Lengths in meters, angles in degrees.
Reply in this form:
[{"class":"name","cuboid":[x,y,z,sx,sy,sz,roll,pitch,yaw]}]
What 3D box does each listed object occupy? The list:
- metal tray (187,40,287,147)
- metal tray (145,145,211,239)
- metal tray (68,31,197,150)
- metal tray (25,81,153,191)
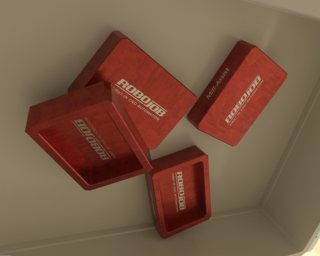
[{"class":"metal tray","cuboid":[0.109,-0.044,0.437,0.090,0.030,0.129,24,105,-37]},{"class":"metal tray","cuboid":[0.030,0.100,0.475,0.091,0.030,0.129,-18,120,-18]},{"class":"metal tray","cuboid":[-0.028,-0.038,0.366,0.130,0.030,0.090,34,99,-39]},{"class":"metal tray","cuboid":[-0.071,0.016,0.345,0.090,0.030,0.130,-19,137,6]}]
